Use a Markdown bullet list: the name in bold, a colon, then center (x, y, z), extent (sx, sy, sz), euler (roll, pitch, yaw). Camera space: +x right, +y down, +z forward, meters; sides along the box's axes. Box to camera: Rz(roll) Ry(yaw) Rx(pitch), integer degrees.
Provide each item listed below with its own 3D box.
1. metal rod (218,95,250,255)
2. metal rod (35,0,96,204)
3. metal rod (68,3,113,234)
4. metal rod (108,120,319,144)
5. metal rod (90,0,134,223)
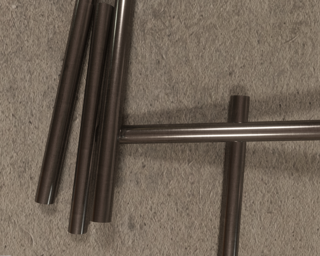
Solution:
- **metal rod**: center (0.095, 0.107, 0.411), extent (0.025, 0.025, 0.298), euler (4, 90, -1)
- **metal rod**: center (-0.122, -0.049, 0.408), extent (0.025, 0.025, 0.298), euler (12, 90, -1)
- **metal rod**: center (-0.091, -0.012, 0.408), extent (0.025, 0.025, 0.298), euler (7, 90, -1)
- **metal rod**: center (0.079, 0.005, 0.388), extent (0.302, 0.025, 0.025), euler (-2, 90, 8)
- **metal rod**: center (-0.058, -0.037, 0.388), extent (0.025, 0.025, 0.298), euler (5, 82, -1)
